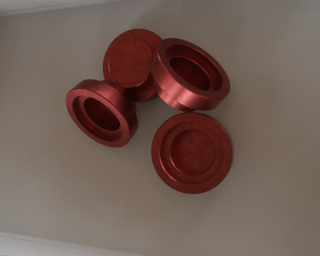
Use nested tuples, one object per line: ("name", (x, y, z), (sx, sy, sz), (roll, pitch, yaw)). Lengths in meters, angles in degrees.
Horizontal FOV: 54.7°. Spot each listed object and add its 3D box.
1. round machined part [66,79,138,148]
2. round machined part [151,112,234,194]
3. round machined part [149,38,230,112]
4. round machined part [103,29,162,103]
("round machined part", (-0.070, -0.024, 0.407), (0.098, 0.042, 0.097), (21, 140, 19))
("round machined part", (0.042, 0.029, 0.386), (0.098, 0.042, 0.097), (0, 90, 19))
("round machined part", (0.031, -0.058, 0.367), (0.098, 0.099, 0.042), (50, 132, 13))
("round machined part", (-0.034, -0.084, 0.412), (0.098, 0.042, 0.097), (0, 90, 19))
